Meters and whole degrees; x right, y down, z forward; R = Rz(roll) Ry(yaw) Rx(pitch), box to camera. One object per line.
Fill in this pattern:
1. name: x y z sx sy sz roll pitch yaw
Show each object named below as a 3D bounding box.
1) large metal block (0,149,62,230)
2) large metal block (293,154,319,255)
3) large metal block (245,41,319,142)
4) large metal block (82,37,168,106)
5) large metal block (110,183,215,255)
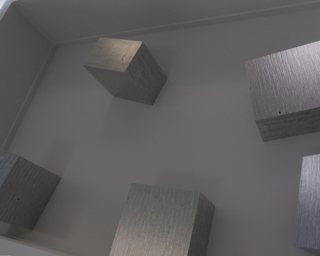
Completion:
1. large metal block: -0.197 0.084 0.423 0.050 0.080 0.080 12 68 33
2. large metal block: 0.160 0.063 0.243 0.080 0.050 0.080 -26 42 59
3. large metal block: 0.143 -0.038 0.338 0.080 0.050 0.080 -13 56 21
4. large metal block: -0.048 -0.081 0.446 0.080 0.080 0.050 16 71 34
5. large metal block: 0.004 0.108 0.321 0.080 0.050 0.080 2 63 29
